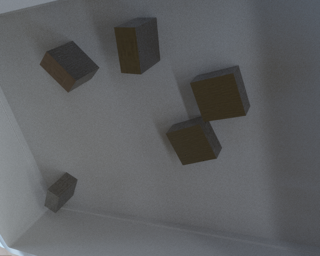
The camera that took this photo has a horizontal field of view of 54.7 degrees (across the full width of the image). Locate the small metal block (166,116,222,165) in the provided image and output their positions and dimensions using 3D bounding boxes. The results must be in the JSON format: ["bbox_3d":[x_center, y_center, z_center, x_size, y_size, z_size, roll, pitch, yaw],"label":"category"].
[{"bbox_3d":[0.044,0.016,0.396,0.050,0.025,0.050,-17,110,34],"label":"small metal block"}]

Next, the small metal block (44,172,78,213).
[{"bbox_3d":[-0.179,0.117,0.559,0.025,0.050,0.050,31,129,8],"label":"small metal block"}]

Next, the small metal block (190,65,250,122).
[{"bbox_3d":[0.068,-0.038,0.349,0.050,0.025,0.050,-9,114,32],"label":"small metal block"}]

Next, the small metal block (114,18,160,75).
[{"bbox_3d":[-0.024,-0.093,0.347,0.025,0.050,0.050,9,122,24],"label":"small metal block"}]

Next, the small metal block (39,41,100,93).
[{"bbox_3d":[-0.117,-0.081,0.404,0.050,0.050,0.025,45,129,-4],"label":"small metal block"}]
